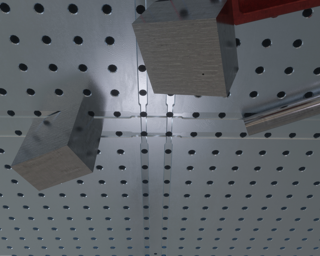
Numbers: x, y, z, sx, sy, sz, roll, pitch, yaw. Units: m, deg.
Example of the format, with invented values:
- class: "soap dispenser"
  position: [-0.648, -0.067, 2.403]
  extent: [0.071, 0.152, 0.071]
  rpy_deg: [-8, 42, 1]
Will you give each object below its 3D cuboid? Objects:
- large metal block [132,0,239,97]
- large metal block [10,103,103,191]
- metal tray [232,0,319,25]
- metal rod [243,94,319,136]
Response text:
- class: "large metal block"
  position: [0.029, -0.080, 0.309]
  extent: [0.080, 0.050, 0.080]
  rpy_deg: [6, 135, 27]
- class: "large metal block"
  position: [-0.127, 0.023, 0.394]
  extent: [0.080, 0.080, 0.050]
  rpy_deg: [-20, 127, 16]
- class: "metal tray"
  position: [0.098, -0.165, 0.268]
  extent: [0.090, 0.030, 0.129]
  rpy_deg: [-11, 130, 9]
- class: "metal rod"
  position: [0.252, -0.048, 0.372]
  extent: [0.301, 0.025, 0.025]
  rpy_deg: [-19, 128, 15]
